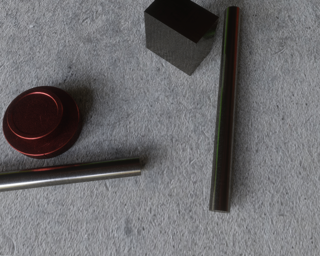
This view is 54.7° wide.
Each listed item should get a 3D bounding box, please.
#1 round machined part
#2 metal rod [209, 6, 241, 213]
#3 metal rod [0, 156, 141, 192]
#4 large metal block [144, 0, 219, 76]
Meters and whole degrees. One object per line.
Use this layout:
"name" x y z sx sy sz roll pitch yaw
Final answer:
"round machined part" -0.155 -0.012 0.401 0.099 0.042 0.098 0 70 -1
"metal rod" 0.091 -0.039 0.423 0.025 0.025 0.299 7 70 2
"metal rod" -0.175 0.064 0.382 0.302 0.025 0.025 -6 70 -3
"large metal block" 0.027 -0.130 0.427 0.080 0.080 0.050 35 74 11
